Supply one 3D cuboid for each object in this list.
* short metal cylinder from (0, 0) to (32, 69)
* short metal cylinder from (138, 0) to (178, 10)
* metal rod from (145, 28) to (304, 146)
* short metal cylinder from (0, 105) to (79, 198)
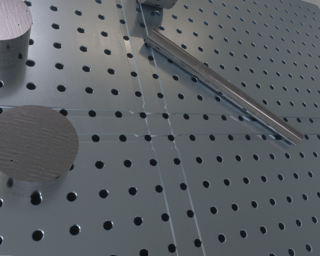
[{"bbox_3d":[-0.194,-0.116,0.358,0.081,0.050,0.080,14,56,-21],"label":"short metal cylinder"},{"bbox_3d":[-0.002,-0.247,0.522,0.050,0.080,0.080,2,61,-27],"label":"short metal cylinder"},{"bbox_3d":[0.107,-0.063,0.504,0.301,0.025,0.025,34,51,-6],"label":"metal rod"},{"bbox_3d":[-0.127,0.024,0.309,0.081,0.050,0.080,13,56,-21],"label":"short metal cylinder"}]
